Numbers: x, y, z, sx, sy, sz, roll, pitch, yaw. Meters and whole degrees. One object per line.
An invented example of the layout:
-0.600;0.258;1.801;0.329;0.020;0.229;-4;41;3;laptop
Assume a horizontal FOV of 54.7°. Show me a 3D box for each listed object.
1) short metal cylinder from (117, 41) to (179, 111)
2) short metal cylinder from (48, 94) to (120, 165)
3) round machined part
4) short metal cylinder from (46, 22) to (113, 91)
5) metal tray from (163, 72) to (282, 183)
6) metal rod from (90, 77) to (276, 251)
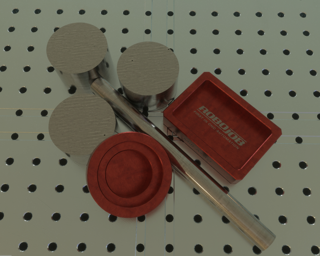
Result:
-0.015;-0.070;0.423;0.081;0.050;0.080;0;70;0;short metal cylinder
-0.094;0.003;0.396;0.081;0.050;0.080;0;70;0;short metal cylinder
-0.039;0.054;0.371;0.099;0.042;0.097;1;85;-18;round machined part
-0.110;-0.099;0.434;0.081;0.050;0.080;0;70;0;short metal cylinder
0.079;-0.003;0.409;0.130;0.030;0.090;42;76;13;metal tray
0.020;0.037;0.399;0.300;0.025;0.025;42;75;14;metal rod
